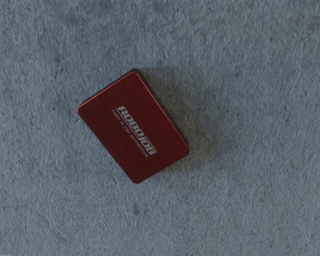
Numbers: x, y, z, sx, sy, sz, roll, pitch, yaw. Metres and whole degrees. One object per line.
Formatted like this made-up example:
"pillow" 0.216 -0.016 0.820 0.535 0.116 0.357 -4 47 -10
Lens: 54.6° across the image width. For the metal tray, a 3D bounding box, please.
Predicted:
"metal tray" -0.032 0.000 0.407 0.090 0.030 0.130 -32 107 11
